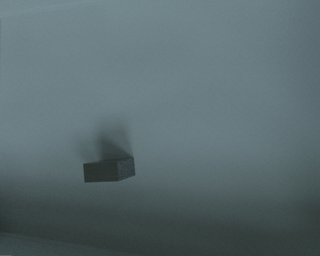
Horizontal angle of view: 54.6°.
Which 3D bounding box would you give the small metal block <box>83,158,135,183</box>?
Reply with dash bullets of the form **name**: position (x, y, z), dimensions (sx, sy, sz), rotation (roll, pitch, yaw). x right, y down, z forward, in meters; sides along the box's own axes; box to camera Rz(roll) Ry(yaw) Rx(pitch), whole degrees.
- **small metal block**: position (-0.068, 0.057, 0.422), dimensions (0.050, 0.050, 0.025), rotation (-6, 88, 20)
